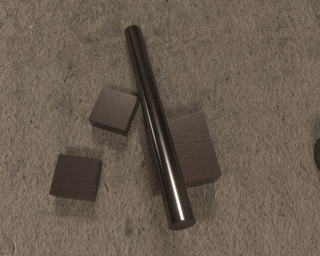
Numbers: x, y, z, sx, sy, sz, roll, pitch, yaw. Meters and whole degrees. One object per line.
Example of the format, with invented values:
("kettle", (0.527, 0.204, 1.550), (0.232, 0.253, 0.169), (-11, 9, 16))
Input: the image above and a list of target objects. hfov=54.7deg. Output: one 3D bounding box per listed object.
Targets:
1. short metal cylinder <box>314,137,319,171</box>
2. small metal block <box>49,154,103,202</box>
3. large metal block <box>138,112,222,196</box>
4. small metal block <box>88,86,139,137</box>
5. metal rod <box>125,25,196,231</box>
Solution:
("short metal cylinder", (0.244, 0.032, 0.386), (0.081, 0.050, 0.080), (0, 70, 0))
("small metal block", (-0.103, 0.062, 0.384), (0.050, 0.025, 0.050), (7, 70, 2))
("large metal block", (0.022, 0.033, 0.383), (0.081, 0.050, 0.080), (-12, 71, -5))
("small metal block", (-0.061, -0.022, 0.415), (0.050, 0.025, 0.050), (17, 71, 5))
("metal rod", (-0.010, -0.027, 0.370), (0.025, 0.025, 0.299), (-11, 53, -4))
